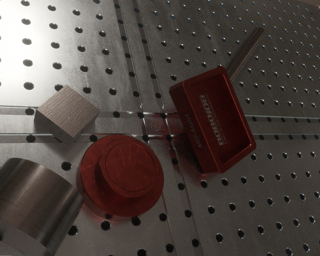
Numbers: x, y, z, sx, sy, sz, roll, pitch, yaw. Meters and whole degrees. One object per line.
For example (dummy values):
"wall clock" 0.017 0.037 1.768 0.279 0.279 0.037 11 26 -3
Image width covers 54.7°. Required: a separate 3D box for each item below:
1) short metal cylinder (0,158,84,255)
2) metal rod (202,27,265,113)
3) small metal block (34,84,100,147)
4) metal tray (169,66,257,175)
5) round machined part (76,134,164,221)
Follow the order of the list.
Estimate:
"short metal cylinder" -0.115 0.071 0.269 0.080 0.080 0.050 32 52 -8
"metal rod" 0.131 -0.107 0.546 0.025 0.025 0.301 41 51 -1
"small metal block" -0.107 -0.015 0.360 0.050 0.025 0.050 38 51 -3
"metal tray" 0.076 -0.012 0.428 0.091 0.030 0.129 -27 96 -37
"round machined part" -0.039 0.050 0.347 0.099 0.042 0.098 14 56 -21
